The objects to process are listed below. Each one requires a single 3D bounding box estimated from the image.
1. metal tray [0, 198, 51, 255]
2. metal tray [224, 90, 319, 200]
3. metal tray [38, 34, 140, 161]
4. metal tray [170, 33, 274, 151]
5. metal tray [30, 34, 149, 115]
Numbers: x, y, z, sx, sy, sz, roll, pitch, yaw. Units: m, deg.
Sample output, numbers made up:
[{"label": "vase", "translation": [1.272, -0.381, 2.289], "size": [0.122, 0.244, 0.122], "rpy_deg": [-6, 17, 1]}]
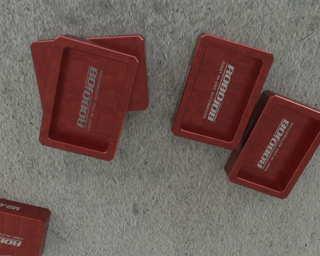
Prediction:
[{"label": "metal tray", "translation": [-0.238, 0.152, 0.461], "size": [0.131, 0.030, 0.089], "rpy_deg": [14, 109, -6]}, {"label": "metal tray", "translation": [0.155, 0.025, 0.417], "size": [0.091, 0.030, 0.129], "rpy_deg": [20, 109, -8]}, {"label": "metal tray", "translation": [-0.083, -0.033, 0.361], "size": [0.091, 0.030, 0.129], "rpy_deg": [15, 109, -6]}, {"label": "metal tray", "translation": [0.074, -0.044, 0.391], "size": [0.091, 0.030, 0.129], "rpy_deg": [15, 109, -6]}, {"label": "metal tray", "translation": [-0.082, -0.065, 0.382], "size": [0.131, 0.030, 0.089], "rpy_deg": [-3, 110, 1]}]
